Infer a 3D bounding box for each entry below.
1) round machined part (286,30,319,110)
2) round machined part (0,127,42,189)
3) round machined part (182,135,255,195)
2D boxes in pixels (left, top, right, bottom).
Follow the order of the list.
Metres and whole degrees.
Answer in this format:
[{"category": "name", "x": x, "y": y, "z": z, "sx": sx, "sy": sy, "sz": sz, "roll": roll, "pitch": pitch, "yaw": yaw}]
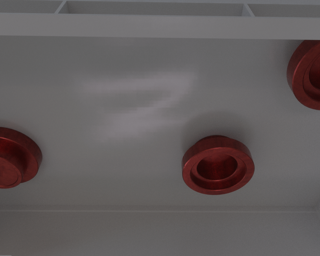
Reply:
[{"category": "round machined part", "x": 0.189, "y": -0.070, "z": 0.340, "sx": 0.099, "sy": 0.042, "sz": 0.097, "roll": 0, "pitch": 130, "yaw": 0}, {"category": "round machined part", "x": -0.223, "y": 0.048, "z": 0.437, "sx": 0.099, "sy": 0.042, "sz": 0.097, "roll": 0, "pitch": 130, "yaw": 0}, {"category": "round machined part", "x": 0.080, "y": 0.048, "z": 0.440, "sx": 0.099, "sy": 0.042, "sz": 0.097, "roll": 0, "pitch": 130, "yaw": 0}]
